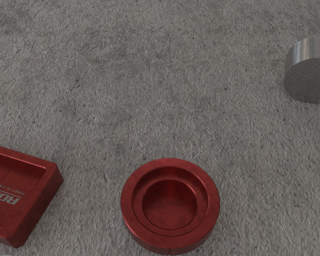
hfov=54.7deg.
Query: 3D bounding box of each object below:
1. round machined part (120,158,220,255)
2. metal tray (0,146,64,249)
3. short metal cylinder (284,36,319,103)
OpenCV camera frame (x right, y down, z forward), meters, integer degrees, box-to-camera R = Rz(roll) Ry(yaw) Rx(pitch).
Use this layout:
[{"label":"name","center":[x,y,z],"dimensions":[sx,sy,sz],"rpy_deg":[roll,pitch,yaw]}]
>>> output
[{"label":"round machined part","center":[0.010,0.083,0.323],"dimensions":[0.099,0.042,0.098],"rpy_deg":[0,50,0]},{"label":"metal tray","center":[-0.188,0.066,0.342],"dimensions":[0.130,0.030,0.090],"rpy_deg":[15,51,12]},{"label":"short metal cylinder","center":[0.219,-0.081,0.437],"dimensions":[0.080,0.080,0.050],"rpy_deg":[13,51,11]}]
